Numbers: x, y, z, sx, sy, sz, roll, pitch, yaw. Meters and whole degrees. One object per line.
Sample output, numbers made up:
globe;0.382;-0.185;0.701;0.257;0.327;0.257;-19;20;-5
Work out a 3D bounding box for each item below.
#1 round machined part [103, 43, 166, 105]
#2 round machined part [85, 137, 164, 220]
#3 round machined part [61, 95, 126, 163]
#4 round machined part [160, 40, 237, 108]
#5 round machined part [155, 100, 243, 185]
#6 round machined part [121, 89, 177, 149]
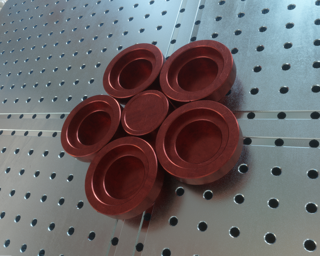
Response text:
round machined part;-0.032;-0.075;0.461;0.098;0.042;0.098;-13;56;21
round machined part;-0.039;0.063;0.379;0.098;0.042;0.098;-13;56;21
round machined part;-0.088;0.004;0.441;0.098;0.042;0.098;-13;56;21
round machined part;0.052;-0.065;0.410;0.098;0.042;0.098;-13;56;21
round machined part;0.047;0.020;0.361;0.098;0.042;0.098;-13;56;21
round machined part;-0.012;-0.011;0.411;0.098;0.042;0.098;-13;56;21
